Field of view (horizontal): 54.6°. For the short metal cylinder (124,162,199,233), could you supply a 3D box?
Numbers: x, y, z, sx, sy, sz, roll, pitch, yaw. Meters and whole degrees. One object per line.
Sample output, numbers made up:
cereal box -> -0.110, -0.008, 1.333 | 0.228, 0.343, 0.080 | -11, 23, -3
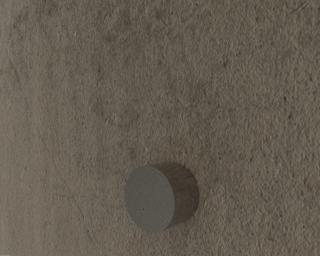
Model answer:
short metal cylinder -> 0.002, 0.084, 0.388 | 0.080, 0.050, 0.080 | 0, 90, 40
